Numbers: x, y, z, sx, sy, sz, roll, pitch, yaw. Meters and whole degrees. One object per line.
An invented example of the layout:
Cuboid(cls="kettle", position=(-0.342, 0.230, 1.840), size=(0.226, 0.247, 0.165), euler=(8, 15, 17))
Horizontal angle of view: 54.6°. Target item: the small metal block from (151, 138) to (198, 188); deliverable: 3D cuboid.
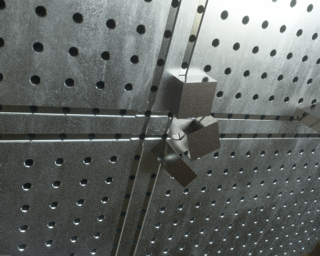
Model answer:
Cuboid(cls="small metal block", position=(0.020, 0.049, 0.435), size=(0.025, 0.050, 0.050), euler=(-42, 129, 1))

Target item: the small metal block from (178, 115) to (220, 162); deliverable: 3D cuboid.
Cuboid(cls="small metal block", position=(0.058, 0.014, 0.450), size=(0.050, 0.025, 0.050), euler=(-24, 127, -14))

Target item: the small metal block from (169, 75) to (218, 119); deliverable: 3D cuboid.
Cuboid(cls="small metal block", position=(0.043, -0.041, 0.408), size=(0.050, 0.025, 0.050), euler=(-6, 121, -25))

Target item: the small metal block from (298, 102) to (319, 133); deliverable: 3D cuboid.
Cuboid(cls="small metal block", position=(0.279, -0.018, 0.535), size=(0.050, 0.050, 0.025), euler=(-17, 125, -19))
